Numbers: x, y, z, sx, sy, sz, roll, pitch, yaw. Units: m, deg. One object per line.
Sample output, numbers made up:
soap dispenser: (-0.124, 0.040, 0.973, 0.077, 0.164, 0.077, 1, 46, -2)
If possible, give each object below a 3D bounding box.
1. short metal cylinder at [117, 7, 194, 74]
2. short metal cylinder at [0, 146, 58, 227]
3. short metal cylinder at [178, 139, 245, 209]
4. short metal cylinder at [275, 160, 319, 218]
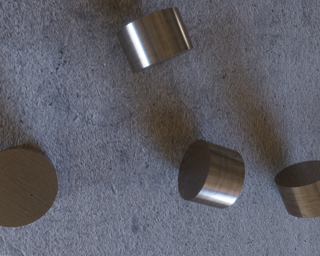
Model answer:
short metal cylinder: (-0.006, -0.105, 0.377, 0.081, 0.080, 0.050, -26, 99, -18)
short metal cylinder: (-0.155, 0.061, 0.339, 0.081, 0.050, 0.080, 0, 90, -20)
short metal cylinder: (0.065, 0.060, 0.404, 0.050, 0.080, 0.080, 18, 84, -19)
short metal cylinder: (0.220, 0.089, 0.461, 0.081, 0.080, 0.050, -27, 99, -18)
